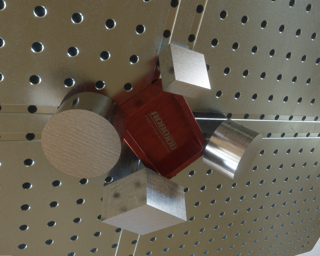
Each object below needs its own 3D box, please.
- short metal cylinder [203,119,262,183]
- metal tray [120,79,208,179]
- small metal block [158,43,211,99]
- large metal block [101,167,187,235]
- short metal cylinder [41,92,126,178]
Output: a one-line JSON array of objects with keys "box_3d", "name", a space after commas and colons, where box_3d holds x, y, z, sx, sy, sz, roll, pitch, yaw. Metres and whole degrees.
[{"box_3d": [0.107, 0.033, 0.454, 0.080, 0.050, 0.079, -39, 145, -34], "name": "short metal cylinder"}, {"box_3d": [0.004, 0.008, 0.414, 0.090, 0.030, 0.130, -36, 129, -5], "name": "metal tray"}, {"box_3d": [0.029, -0.066, 0.366, 0.050, 0.050, 0.025, 9, 151, -32], "name": "small metal block"}, {"box_3d": [-0.022, 0.104, 0.425, 0.080, 0.050, 0.080, -28, 136, 29], "name": "large metal block"}, {"box_3d": [-0.080, 0.007, 0.336, 0.081, 0.050, 0.079, 0, 116, 0], "name": "short metal cylinder"}]
